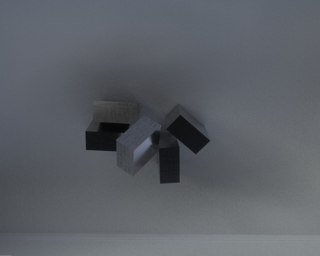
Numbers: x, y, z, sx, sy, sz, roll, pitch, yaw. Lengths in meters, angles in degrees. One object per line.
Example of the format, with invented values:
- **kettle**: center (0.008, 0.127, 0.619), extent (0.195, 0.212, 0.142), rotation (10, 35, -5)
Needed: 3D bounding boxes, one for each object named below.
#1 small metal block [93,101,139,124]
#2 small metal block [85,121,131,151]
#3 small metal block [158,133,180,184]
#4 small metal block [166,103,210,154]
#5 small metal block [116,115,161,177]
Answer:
- **small metal block**: center (-0.053, -0.020, 0.387), extent (0.050, 0.050, 0.025), rotation (3, 95, -1)
- **small metal block**: center (-0.065, 0.008, 0.400), extent (0.050, 0.050, 0.025), rotation (3, 110, -1)
- **small metal block**: center (0.010, 0.039, 0.411), extent (0.025, 0.050, 0.050), rotation (-3, 110, -3)
- **small metal block**: center (0.034, 0.000, 0.398), extent (0.050, 0.050, 0.025), rotation (40, 105, -14)
- **small metal block**: center (-0.026, 0.022, 0.370), extent (0.025, 0.050, 0.050), rotation (31, 141, 21)
